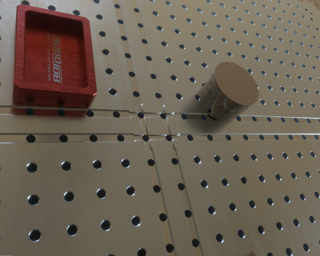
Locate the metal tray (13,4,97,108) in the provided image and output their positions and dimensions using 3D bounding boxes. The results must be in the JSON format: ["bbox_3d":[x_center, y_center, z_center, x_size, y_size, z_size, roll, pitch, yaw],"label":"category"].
[{"bbox_3d":[-0.132,-0.090,0.389,0.091,0.030,0.130,3,60,-27],"label":"metal tray"}]

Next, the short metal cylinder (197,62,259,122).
[{"bbox_3d":[0.106,-0.056,0.486,0.081,0.050,0.080,14,56,-21],"label":"short metal cylinder"}]

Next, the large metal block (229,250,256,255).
[{"bbox_3d":[0.082,0.190,0.322,0.081,0.050,0.080,-25,75,-37],"label":"large metal block"}]
